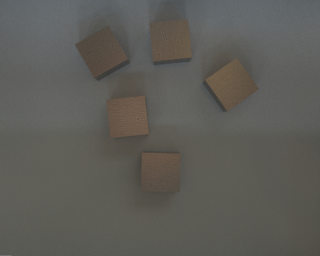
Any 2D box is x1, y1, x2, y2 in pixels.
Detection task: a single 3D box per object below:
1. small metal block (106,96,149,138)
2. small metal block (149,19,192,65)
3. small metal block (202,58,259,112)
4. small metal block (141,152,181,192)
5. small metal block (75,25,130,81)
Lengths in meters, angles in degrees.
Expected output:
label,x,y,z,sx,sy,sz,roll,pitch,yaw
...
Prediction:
label,x,y,z,sx,sy,sz,roll,pitch,yaw
small metal block,-0.042,-0.014,0.411,0.050,0.025,0.050,-6,90,0
small metal block,0.014,-0.113,0.411,0.050,0.025,0.050,-6,90,0
small metal block,0.093,-0.056,0.412,0.050,0.025,0.050,-35,90,0
small metal block,0.001,0.057,0.411,0.050,0.025,0.050,2,90,0
small metal block,-0.075,-0.098,0.411,0.050,0.025,0.050,-30,90,0
